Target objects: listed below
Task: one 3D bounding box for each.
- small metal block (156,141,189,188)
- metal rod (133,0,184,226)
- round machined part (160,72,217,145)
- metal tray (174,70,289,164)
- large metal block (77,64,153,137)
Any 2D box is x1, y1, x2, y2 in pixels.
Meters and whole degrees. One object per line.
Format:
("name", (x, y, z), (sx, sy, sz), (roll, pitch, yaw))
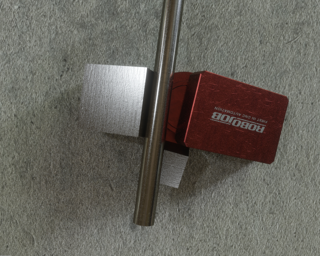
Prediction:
("small metal block", (0.007, 0.045, 0.401), (0.050, 0.025, 0.050), (16, 116, 0))
("metal rod", (0.001, -0.036, 0.369), (0.025, 0.025, 0.298), (8, 88, 0))
("round machined part", (0.031, -0.025, 0.403), (0.099, 0.042, 0.097), (0, 90, 0))
("metal tray", (0.091, -0.011, 0.387), (0.131, 0.030, 0.089), (13, 91, -21))
("large metal block", (-0.050, -0.033, 0.387), (0.080, 0.050, 0.080), (7, 90, 18))
